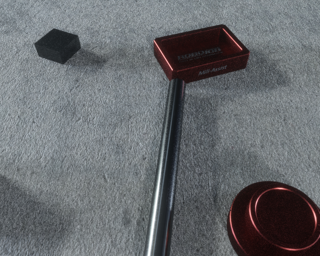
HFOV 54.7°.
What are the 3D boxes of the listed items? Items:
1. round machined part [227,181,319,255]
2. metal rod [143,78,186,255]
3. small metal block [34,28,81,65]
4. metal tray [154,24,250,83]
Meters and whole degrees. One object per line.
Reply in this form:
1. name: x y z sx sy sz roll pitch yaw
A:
1. round machined part: 0.120 0.096 0.313 0.099 0.042 0.098 0 50 0
2. metal rod: 0.008 0.050 0.360 0.025 0.025 0.300 5 50 4
3. small metal block: -0.170 -0.137 0.517 0.050 0.025 0.050 20 53 16
4. metal tray: 0.065 -0.121 0.501 0.131 0.030 0.090 -16 52 -13
